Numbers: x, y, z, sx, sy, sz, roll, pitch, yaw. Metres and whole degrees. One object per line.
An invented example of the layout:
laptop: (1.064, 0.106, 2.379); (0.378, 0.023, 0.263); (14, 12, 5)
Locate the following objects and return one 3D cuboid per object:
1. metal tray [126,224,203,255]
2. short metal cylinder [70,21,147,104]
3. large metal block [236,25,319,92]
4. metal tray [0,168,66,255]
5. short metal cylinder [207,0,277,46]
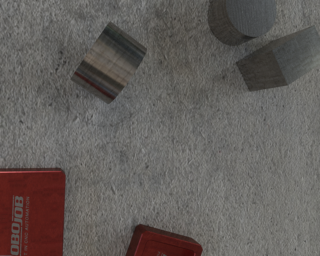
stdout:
metal tray: (-0.007, 0.202, 0.403); (0.091, 0.030, 0.130); (22, 83, -19)
short metal cylinder: (-0.059, -0.074, 0.358); (0.050, 0.080, 0.080); (34, 79, -17)
large metal block: (0.172, -0.096, 0.443); (0.080, 0.080, 0.050); (-31, 101, -17)
metal tray: (-0.157, 0.112, 0.349); (0.091, 0.030, 0.129); (2, 89, -20)
short metal cylinder: (0.115, -0.162, 0.438); (0.081, 0.050, 0.079); (0, 90, -20)
